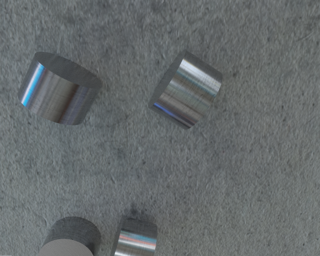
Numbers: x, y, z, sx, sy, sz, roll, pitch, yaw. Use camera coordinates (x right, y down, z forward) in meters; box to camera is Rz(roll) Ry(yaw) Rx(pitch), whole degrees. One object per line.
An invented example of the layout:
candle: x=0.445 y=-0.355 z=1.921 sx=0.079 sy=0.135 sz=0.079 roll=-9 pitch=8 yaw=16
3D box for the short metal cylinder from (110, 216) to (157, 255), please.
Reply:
short metal cylinder: x=-0.040 y=0.172 z=0.443 sx=0.050 sy=0.080 sz=0.079 roll=17 pitch=109 yaw=-6

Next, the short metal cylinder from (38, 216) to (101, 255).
short metal cylinder: x=-0.133 y=0.181 z=0.461 sx=0.081 sy=0.050 sz=0.079 roll=0 pitch=110 yaw=-1

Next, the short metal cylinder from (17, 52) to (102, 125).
short metal cylinder: x=-0.116 y=-0.046 z=0.362 sx=0.080 sy=0.080 sz=0.050 roll=28 pitch=107 yaw=-10

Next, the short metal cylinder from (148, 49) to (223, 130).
short metal cylinder: x=0.029 y=-0.045 z=0.365 sx=0.050 sy=0.080 sz=0.080 roll=31 pitch=107 yaw=-11
